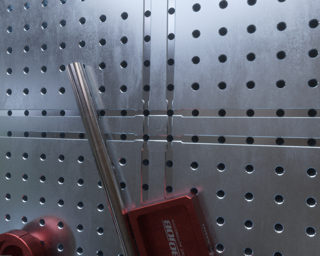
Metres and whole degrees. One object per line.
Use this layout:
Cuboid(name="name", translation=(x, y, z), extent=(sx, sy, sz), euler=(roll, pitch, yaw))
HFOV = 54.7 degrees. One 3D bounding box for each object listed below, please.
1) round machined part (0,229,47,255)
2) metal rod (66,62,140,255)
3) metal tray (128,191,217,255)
Cuboid(name="round machined part", translation=(-0.217, 0.206, 0.480), extent=(0.098, 0.042, 0.097), euler=(0, 90, 20))
Cuboid(name="metal rod", translation=(-0.079, 0.049, 0.440), extent=(0.025, 0.025, 0.299), euler=(-21, 83, 19))
Cuboid(name="metal tray", translation=(0.021, 0.157, 0.402), extent=(0.090, 0.030, 0.129), euler=(-20, 84, 19))
